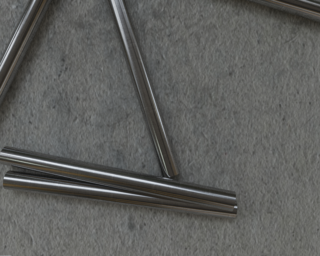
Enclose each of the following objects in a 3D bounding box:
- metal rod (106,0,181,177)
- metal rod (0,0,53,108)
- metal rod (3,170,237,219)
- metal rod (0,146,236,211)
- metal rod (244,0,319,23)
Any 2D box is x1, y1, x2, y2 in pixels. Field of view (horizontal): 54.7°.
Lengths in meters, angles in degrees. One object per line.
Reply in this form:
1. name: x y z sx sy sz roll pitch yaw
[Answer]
1. metal rod: -0.030 -0.080 0.409 0.025 0.025 0.298 -17 90 0
2. metal rod: -0.193 -0.094 0.407 0.025 0.025 0.299 26 90 -1
3. metal rod: -0.050 0.088 0.409 0.302 0.025 0.025 8 90 -1
4. metal rod: -0.056 0.064 0.397 0.302 0.025 0.025 11 90 4
5. metal rod: 0.094 -0.189 0.411 0.302 0.025 0.025 16 90 -1
